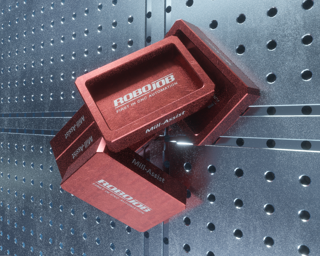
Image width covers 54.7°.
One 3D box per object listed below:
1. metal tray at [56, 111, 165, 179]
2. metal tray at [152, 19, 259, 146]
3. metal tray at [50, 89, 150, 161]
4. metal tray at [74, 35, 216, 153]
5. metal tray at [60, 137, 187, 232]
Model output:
[{"bbox_3d":[-0.067,0.024,0.418,0.130,0.091,0.030,-39,66,32],"label":"metal tray"},{"bbox_3d":[0.041,-0.054,0.369,0.090,0.030,0.130,-51,61,27],"label":"metal tray"},{"bbox_3d":[-0.080,-0.001,0.430,0.130,0.091,0.030,-39,66,32],"label":"metal tray"},{"bbox_3d":[-0.016,-0.041,0.347,0.131,0.030,0.090,-27,66,-11],"label":"metal tray"},{"bbox_3d":[-0.042,0.073,0.382,0.090,0.130,0.030,-39,25,33],"label":"metal tray"}]
